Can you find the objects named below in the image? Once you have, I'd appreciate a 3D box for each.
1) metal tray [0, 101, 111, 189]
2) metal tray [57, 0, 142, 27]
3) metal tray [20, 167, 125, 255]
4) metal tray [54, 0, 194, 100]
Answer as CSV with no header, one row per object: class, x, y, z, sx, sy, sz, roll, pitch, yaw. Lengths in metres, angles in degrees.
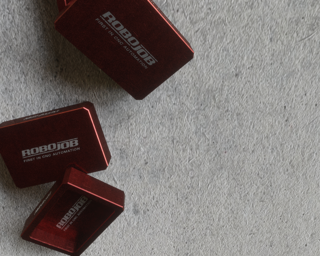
metal tray,-0.142,0.024,0.414,0.131,0.030,0.089,-13,110,4
metal tray,-0.072,-0.180,0.339,0.091,0.030,0.129,-6,110,2
metal tray,-0.121,0.122,0.431,0.090,0.030,0.129,31,116,-22
metal tray,-0.036,-0.102,0.345,0.090,0.030,0.130,-38,123,18
